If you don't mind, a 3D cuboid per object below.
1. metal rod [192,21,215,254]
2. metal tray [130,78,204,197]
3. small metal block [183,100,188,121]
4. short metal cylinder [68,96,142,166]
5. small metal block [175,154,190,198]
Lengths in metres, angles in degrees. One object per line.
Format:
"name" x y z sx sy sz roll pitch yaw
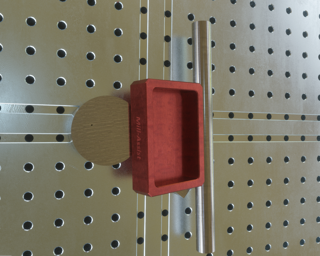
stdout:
"metal rod" 0.057 0.012 0.408 0.025 0.025 0.298 -1 91 -20
"metal tray" 0.011 0.010 0.373 0.091 0.030 0.129 -2 91 -40
"small metal block" 0.033 -0.029 0.426 0.050 0.025 0.050 -16 96 -20
"short metal cylinder" -0.068 0.003 0.374 0.081 0.050 0.079 0 90 -21
"small metal block" 0.024 0.059 0.422 0.050 0.025 0.050 41 77 -16
